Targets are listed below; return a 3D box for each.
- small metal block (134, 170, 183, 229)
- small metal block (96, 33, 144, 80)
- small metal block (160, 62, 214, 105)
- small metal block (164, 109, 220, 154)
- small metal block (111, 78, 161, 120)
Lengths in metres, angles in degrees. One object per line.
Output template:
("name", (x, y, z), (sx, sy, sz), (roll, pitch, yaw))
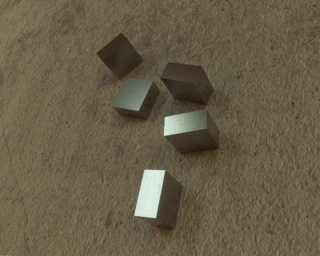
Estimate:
("small metal block", (0.000, 0.079, 0.340), (0.025, 0.050, 0.050), (-2, 61, 27))
("small metal block", (-0.062, -0.112, 0.489), (0.050, 0.050, 0.025), (-39, 51, 2))
("small metal block", (0.036, -0.058, 0.404), (0.050, 0.050, 0.025), (15, 70, 34))
("small metal block", (0.038, 0.006, 0.364), (0.050, 0.050, 0.025), (-11, 58, 22))
("small metal block", (-0.035, -0.043, 0.448), (0.050, 0.025, 0.050), (11, 67, 33))
